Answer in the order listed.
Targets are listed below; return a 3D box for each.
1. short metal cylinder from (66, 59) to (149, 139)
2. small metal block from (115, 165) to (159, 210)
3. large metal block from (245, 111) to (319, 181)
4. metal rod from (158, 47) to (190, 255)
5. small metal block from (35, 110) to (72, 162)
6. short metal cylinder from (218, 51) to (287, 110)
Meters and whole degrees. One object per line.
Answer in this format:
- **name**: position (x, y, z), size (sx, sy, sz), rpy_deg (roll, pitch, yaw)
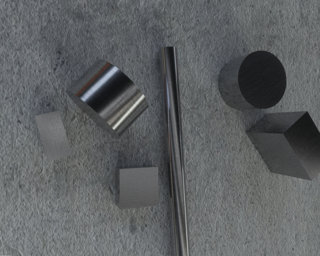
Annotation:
- **short metal cylinder**: position (-0.060, -0.032, 0.358), size (0.080, 0.080, 0.050), rpy_deg (45, 76, -15)
- **small metal block**: position (-0.030, 0.075, 0.399), size (0.050, 0.025, 0.050), rpy_deg (0, 90, -21)
- **large metal block**: position (0.186, 0.024, 0.450), size (0.050, 0.080, 0.080), rpy_deg (-39, 103, -16)
- **metal rod**: position (0.020, 0.043, 0.417), size (0.025, 0.025, 0.298), rpy_deg (-4, 92, -20)
- **small metal block**: position (-0.121, 0.008, 0.351), size (0.025, 0.050, 0.050), rpy_deg (-16, 96, -20)
- **short metal cylinder**: position (0.132, -0.066, 0.446), size (0.081, 0.050, 0.079), rpy_deg (0, 90, -21)
